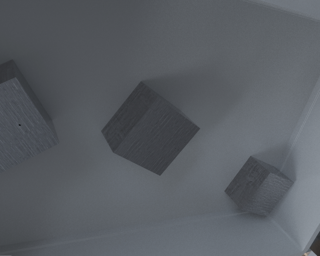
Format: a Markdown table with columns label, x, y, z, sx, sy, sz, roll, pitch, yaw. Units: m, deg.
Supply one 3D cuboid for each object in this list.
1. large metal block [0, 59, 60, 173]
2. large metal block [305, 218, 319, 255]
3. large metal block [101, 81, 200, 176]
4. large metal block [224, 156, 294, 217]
| label | x | y | z | sx | sy | sz | roll | pitch | yaw |
| --- | --- | --- | --- | --- | --- | --- | --- | --- | --- |
| large metal block | -0.158 | -0.008 | 0.301 | 0.080 | 0.050 | 0.080 | -28 | 128 | -11 |
| large metal block | 0.425 | 0.276 | 0.797 | 0.080 | 0.050 | 0.080 | -27 | 128 | -11 |
| large metal block | -0.011 | 0.002 | 0.387 | 0.080 | 0.050 | 0.080 | 33 | 100 | -38 |
| large metal block | 0.177 | 0.106 | 0.554 | 0.080 | 0.050 | 0.080 | 23 | 106 | -37 |
